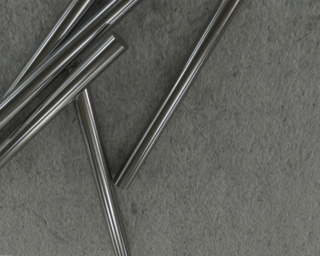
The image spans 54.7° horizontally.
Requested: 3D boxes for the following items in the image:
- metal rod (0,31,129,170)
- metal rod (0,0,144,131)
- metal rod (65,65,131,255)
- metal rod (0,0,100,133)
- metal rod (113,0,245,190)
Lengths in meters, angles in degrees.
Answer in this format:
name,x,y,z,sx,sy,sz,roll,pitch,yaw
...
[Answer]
name,x,y,z,sx,sy,sz,roll,pitch,yaw
metal rod,-0.154,-0.008,0.385,0.299,0.025,0.025,-38,106,20
metal rod,-0.103,-0.089,0.358,0.300,0.025,0.025,-40,106,6
metal rod,-0.081,0.063,0.431,0.025,0.025,0.298,-9,110,3
metal rod,-0.172,-0.054,0.387,0.025,0.025,0.299,39,105,-14
metal rod,0.019,-0.043,0.394,0.025,0.025,0.298,28,107,-10
